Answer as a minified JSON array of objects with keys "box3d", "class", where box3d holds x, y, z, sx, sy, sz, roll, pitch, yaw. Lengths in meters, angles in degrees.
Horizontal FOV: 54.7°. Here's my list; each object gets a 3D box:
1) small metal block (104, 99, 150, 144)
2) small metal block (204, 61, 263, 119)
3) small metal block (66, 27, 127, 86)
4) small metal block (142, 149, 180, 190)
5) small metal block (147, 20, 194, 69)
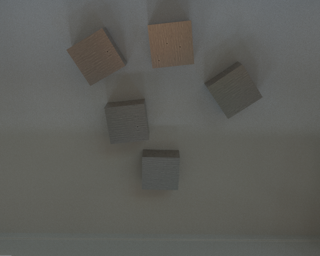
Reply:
[{"box3d":[-0.042,-0.009,0.408,0.050,0.025,0.050,-6,110,2],"class":"small metal block"},{"box3d":[0.093,-0.048,0.394,0.050,0.025,0.050,-33,107,11],"class":"small metal block"},{"box3d":[-0.076,-0.087,0.378,0.050,0.025,0.050,-28,108,10],"class":"small metal block"},{"box3d":[0.001,0.058,0.433,0.050,0.025,0.050,1,110,-1],"class":"small metal block"},{"box3d":[0.013,-0.101,0.374,0.050,0.025,0.050,-6,110,2],"class":"small metal block"}]
